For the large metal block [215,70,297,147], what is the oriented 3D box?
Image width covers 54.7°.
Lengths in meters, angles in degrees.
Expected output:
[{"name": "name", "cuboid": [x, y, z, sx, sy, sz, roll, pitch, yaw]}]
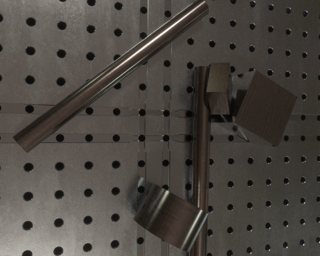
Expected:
[{"name": "large metal block", "cuboid": [0.140, -0.026, 0.453, 0.080, 0.050, 0.080, 27, 81, -18]}]

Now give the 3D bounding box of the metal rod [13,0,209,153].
[{"name": "metal rod", "cuboid": [-0.050, -0.076, 0.394, 0.301, 0.025, 0.025, -41, 103, -16]}]

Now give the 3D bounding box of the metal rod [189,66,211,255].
[{"name": "metal rod", "cuboid": [0.057, 0.064, 0.434, 0.025, 0.025, 0.298, 2, 89, -20]}]

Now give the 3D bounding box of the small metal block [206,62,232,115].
[{"name": "small metal block", "cuboid": [0.082, -0.053, 0.421, 0.025, 0.050, 0.050, 2, 58, 19]}]

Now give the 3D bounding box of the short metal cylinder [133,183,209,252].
[{"name": "short metal cylinder", "cuboid": [0.014, 0.111, 0.390, 0.080, 0.080, 0.050, 33, 79, -18]}]
